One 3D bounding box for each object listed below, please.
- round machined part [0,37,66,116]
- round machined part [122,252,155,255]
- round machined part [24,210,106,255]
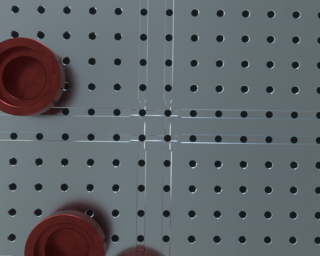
[{"bbox_3d":[-0.172,-0.064,0.403,0.099,0.042,0.097,0,90,-1],"label":"round machined part"},{"bbox_3d":[-0.029,0.218,0.405,0.099,0.042,0.097,0,90,-1],"label":"round machined part"},{"bbox_3d":[-0.119,0.155,0.403,0.099,0.042,0.097,0,90,-1],"label":"round machined part"}]
